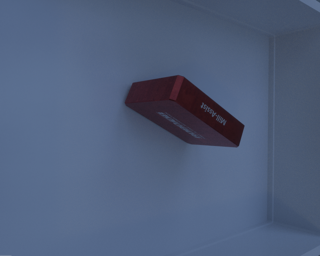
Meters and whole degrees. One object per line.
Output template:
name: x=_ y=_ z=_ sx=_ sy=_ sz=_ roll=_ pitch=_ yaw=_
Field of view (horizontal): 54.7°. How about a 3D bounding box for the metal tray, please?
metal tray: x=0.033 y=-0.016 z=0.389 sx=0.130 sy=0.090 sz=0.030 roll=31 pitch=71 yaw=-37
